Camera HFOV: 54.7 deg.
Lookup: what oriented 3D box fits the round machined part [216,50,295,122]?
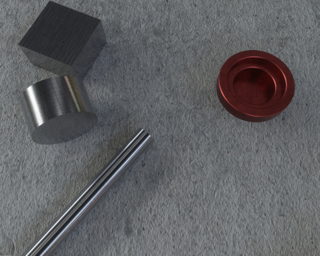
[{"bbox_3d":[0.125,-0.053,0.420,0.099,0.042,0.098,0,70,-1],"label":"round machined part"}]

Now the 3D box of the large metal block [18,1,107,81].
[{"bbox_3d":[-0.133,-0.120,0.437,0.080,0.050,0.080,23,71,7],"label":"large metal block"}]

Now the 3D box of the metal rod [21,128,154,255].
[{"bbox_3d":[-0.115,0.116,0.364,0.025,0.025,0.301,39,74,12],"label":"metal rod"}]

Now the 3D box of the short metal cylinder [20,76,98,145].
[{"bbox_3d":[-0.125,-0.020,0.385,0.080,0.080,0.050,-23,72,-8],"label":"short metal cylinder"}]
